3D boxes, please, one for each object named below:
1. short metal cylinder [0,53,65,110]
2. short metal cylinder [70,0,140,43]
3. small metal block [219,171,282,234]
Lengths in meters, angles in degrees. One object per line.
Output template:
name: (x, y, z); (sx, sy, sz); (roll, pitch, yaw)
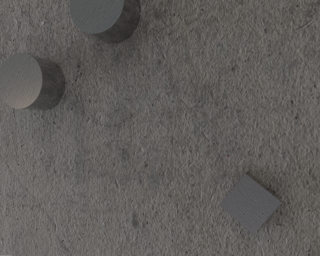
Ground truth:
short metal cylinder: (-0.191, -0.067, 0.463); (0.080, 0.050, 0.079); (0, 90, 20)
short metal cylinder: (-0.074, -0.161, 0.422); (0.080, 0.050, 0.079); (0, 90, 20)
small metal block: (0.108, 0.088, 0.371); (0.050, 0.025, 0.050); (39, 102, 15)
